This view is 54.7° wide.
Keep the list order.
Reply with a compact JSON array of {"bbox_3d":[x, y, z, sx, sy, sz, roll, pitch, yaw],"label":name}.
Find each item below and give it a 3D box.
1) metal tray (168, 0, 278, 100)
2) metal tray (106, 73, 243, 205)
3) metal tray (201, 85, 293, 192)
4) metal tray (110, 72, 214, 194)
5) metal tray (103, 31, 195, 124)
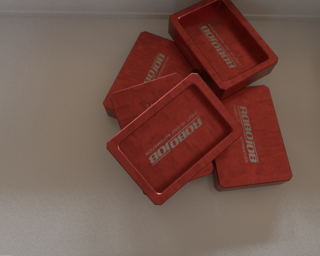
[{"bbox_3d":[0.081,-0.112,0.416,0.090,0.030,0.130,-28,73,-11],"label":"metal tray"},{"bbox_3d":[0.017,0.012,0.354,0.130,0.030,0.090,-40,92,-7],"label":"metal tray"},{"bbox_3d":[0.108,0.012,0.404,0.091,0.030,0.129,-6,70,-3],"label":"metal tray"},{"bbox_3d":[0.002,0.007,0.383,0.091,0.030,0.129,-19,90,-7],"label":"metal tray"},{"bbox_3d":[-0.009,-0.063,0.430,0.090,0.030,0.130,22,71,7],"label":"metal tray"}]
